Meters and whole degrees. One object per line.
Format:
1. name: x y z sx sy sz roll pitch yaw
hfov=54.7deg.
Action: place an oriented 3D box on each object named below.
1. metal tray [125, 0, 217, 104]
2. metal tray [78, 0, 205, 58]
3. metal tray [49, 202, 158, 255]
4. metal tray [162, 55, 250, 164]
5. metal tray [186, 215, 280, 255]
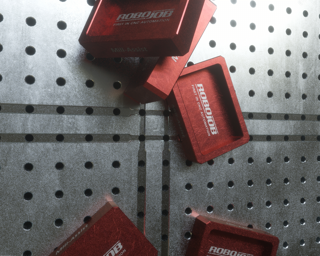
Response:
1. metal tray: 0.010 -0.094 0.382 0.030 0.090 0.130 32 80 -18
2. metal tray: -0.021 -0.125 0.346 0.030 0.130 0.090 42 60 -53
3. metal tray: -0.079 0.168 0.382 0.130 0.030 0.090 -41 104 -16
4. metal tray: 0.065 -0.026 0.435 0.091 0.030 0.129 -22 98 -19
5. metal tray: 0.104 0.187 0.450 0.131 0.030 0.090 19 84 -20
